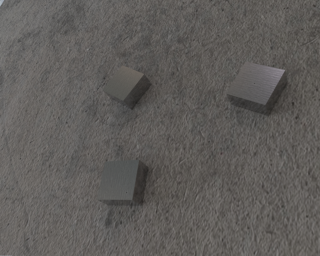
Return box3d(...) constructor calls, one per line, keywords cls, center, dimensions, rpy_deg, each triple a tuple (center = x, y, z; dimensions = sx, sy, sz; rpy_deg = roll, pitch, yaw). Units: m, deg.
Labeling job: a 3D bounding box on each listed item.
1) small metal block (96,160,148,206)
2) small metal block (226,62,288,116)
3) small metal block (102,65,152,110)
box3d(cls="small metal block", center=(-0.046, 0.069, 0.386), dimensions=(0.050, 0.025, 0.050), rpy_deg=(-6, 59, 25))
box3d(cls="small metal block", center=(0.116, -0.048, 0.372), dimensions=(0.050, 0.025, 0.050), rpy_deg=(23, 74, 36))
box3d(cls="small metal block", center=(-0.050, -0.062, 0.468), dimensions=(0.050, 0.025, 0.050), rpy_deg=(28, 77, 37))
